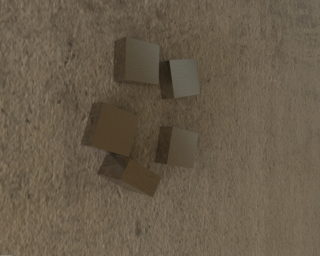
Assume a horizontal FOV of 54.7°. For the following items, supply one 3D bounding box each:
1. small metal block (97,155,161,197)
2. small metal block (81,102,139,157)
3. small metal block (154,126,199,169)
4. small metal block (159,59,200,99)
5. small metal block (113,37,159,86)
[{"bbox_3d":[-0.036,0.056,0.360,0.050,0.050,0.025,37,67,-34],"label":"small metal block"},{"bbox_3d":[-0.057,0.003,0.359,0.050,0.025,0.050,22,76,-38],"label":"small metal block"},{"bbox_3d":[0.023,0.027,0.427,0.050,0.025,0.050,15,80,-39],"label":"small metal block"},{"bbox_3d":[0.026,-0.068,0.429,0.050,0.025,0.050,-13,99,-39],"label":"small metal block"},{"bbox_3d":[-0.029,-0.080,0.382,0.050,0.025,0.050,2,89,-40],"label":"small metal block"}]
